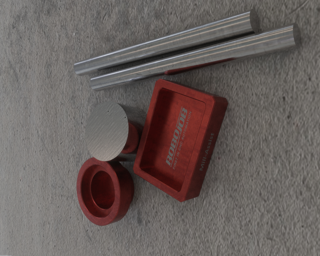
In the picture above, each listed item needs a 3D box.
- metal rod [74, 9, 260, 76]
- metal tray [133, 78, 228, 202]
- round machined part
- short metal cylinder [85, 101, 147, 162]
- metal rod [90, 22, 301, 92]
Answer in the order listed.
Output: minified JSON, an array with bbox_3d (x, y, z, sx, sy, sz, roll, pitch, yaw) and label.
[{"bbox_3d":[-0.017,-0.105,0.418,0.300,0.025,0.025,-3,88,39],"label":"metal rod"},{"bbox_3d":[0.021,0.013,0.384,0.090,0.030,0.129,25,106,37],"label":"metal tray"},{"bbox_3d":[-0.076,0.090,0.457,0.098,0.042,0.097,0,91,40],"label":"round machined part"},{"bbox_3d":[-0.057,0.007,0.429,0.080,0.050,0.080,-6,80,35],"label":"short metal cylinder"},{"bbox_3d":[0.016,-0.079,0.391,0.300,0.025,0.025,-5,87,39],"label":"metal rod"}]
